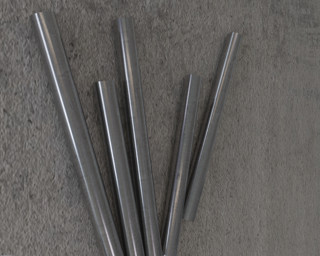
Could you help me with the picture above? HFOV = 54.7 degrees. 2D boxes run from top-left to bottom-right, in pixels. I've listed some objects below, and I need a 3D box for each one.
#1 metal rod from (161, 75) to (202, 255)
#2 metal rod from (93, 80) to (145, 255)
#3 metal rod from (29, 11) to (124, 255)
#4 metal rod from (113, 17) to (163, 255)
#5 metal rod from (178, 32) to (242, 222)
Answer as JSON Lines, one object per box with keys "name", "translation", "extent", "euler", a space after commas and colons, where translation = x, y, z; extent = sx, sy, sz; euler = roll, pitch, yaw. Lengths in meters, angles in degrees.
{"name": "metal rod", "translation": [0.025, 0.074, 0.425], "extent": [0.025, 0.025, 0.299], "euler": [15, 81, -39]}
{"name": "metal rod", "translation": [-0.041, 0.093, 0.370], "extent": [0.025, 0.025, 0.298], "euler": [-15, 100, -39]}
{"name": "metal rod", "translation": [-0.083, 0.031, 0.335], "extent": [0.025, 0.025, 0.298], "euler": [-22, 104, -38]}
{"name": "metal rod", "translation": [-0.026, 0.020, 0.382], "extent": [0.025, 0.025, 0.298], "euler": [-11, 97, -39]}
{"name": "metal rod", "translation": [0.079, -0.010, 0.470], "extent": [0.025, 0.025, 0.299], "euler": [28, 73, -37]}
